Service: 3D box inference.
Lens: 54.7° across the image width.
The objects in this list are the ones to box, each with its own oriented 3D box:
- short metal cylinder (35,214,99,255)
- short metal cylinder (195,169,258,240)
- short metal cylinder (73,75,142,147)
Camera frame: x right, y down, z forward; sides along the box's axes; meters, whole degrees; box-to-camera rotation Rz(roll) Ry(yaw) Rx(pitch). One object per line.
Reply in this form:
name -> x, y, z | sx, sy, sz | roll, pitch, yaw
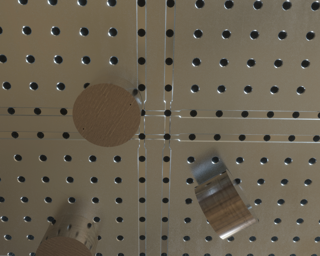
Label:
short metal cylinder -> -0.137, 0.178, 0.464 | 0.081, 0.050, 0.079 | 0, 110, -1
short metal cylinder -> 0.090, 0.104, 0.424 | 0.050, 0.080, 0.080 | -33, 107, 11
short metal cylinder -> -0.064, -0.022, 0.391 | 0.081, 0.050, 0.079 | 0, 110, -1
